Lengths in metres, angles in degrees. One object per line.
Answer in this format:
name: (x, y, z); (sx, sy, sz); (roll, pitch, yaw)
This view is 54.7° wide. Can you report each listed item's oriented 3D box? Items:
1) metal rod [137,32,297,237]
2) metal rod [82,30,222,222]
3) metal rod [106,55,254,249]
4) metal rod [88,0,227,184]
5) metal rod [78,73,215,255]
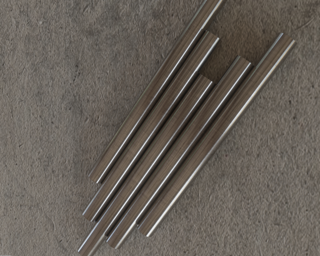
metal rod: (0.064, 0.017, 0.387); (0.025, 0.025, 0.299); (38, 102, 15)
metal rod: (-0.016, 0.006, 0.415); (0.025, 0.025, 0.299); (38, 102, 15)
metal rod: (0.019, 0.039, 0.402); (0.025, 0.025, 0.299); (38, 102, 15)
metal rod: (-0.008, -0.049, 0.412); (0.025, 0.025, 0.299); (38, 102, 15)
metal rod: (-0.023, 0.059, 0.418); (0.025, 0.025, 0.299); (38, 102, 15)
